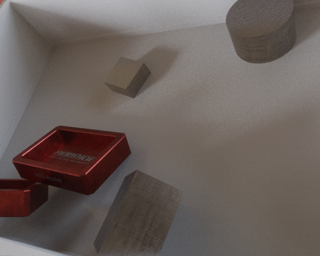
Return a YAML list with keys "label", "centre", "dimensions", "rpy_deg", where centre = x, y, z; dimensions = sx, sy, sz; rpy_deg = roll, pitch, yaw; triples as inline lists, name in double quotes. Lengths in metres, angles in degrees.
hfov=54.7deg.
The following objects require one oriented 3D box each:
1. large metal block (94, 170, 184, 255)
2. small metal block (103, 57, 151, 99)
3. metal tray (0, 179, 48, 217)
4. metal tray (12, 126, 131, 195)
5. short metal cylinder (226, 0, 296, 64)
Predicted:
- label: "large metal block"
  centre: [-0.025, 0.094, 0.317]
  dimensions: [0.050, 0.080, 0.080]
  rpy_deg: [27, 71, -7]
- label: "small metal block"
  centre: [-0.051, -0.079, 0.479]
  dimensions: [0.050, 0.025, 0.050]
  rpy_deg: [22, 73, 35]
- label: "metal tray"
  centre: [-0.218, 0.085, 0.388]
  dimensions: [0.131, 0.090, 0.030]
  rpy_deg: [2, 89, -6]
- label: "metal tray"
  centre: [-0.117, 0.037, 0.412]
  dimensions: [0.130, 0.030, 0.090]
  rpy_deg: [6, 35, 30]
- label: "short metal cylinder"
  centre: [0.131, -0.131, 0.401]
  dimensions: [0.080, 0.050, 0.080]
  rpy_deg: [-13, 56, 20]
